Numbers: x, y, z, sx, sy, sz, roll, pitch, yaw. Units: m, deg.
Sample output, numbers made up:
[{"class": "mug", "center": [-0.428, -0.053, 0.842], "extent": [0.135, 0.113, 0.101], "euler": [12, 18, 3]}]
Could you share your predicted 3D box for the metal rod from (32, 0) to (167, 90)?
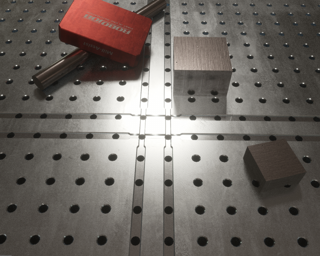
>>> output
[{"class": "metal rod", "center": [-0.089, -0.157, 0.538], "extent": [0.025, 0.025, 0.301], "euler": [31, 56, 23]}]

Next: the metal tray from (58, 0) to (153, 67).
[{"class": "metal tray", "center": [-0.086, -0.161, 0.508], "extent": [0.131, 0.030, 0.090], "euler": [19, 59, -6]}]

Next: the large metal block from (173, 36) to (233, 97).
[{"class": "large metal block", "center": [0.061, -0.094, 0.472], "extent": [0.081, 0.050, 0.080], "euler": [1, 50, 0]}]

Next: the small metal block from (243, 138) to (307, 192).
[{"class": "small metal block", "center": [0.136, 0.044, 0.372], "extent": [0.050, 0.025, 0.050], "euler": [-11, 51, -9]}]
